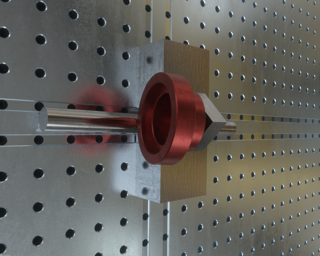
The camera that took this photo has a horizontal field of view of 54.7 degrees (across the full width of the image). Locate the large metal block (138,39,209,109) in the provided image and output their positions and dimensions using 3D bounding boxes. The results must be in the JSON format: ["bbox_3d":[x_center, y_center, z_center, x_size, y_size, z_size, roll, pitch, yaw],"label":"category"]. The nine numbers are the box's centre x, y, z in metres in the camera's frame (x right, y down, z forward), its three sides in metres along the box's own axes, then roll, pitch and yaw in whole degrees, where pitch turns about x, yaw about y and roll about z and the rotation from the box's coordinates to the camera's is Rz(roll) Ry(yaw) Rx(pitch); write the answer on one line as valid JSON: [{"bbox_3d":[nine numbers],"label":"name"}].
[{"bbox_3d":[0.019,-0.065,0.409,0.081,0.050,0.080,1,90,-40],"label":"large metal block"}]

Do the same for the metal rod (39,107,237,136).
[{"bbox_3d":[-0.001,-0.004,0.408,0.302,0.025,0.025,2,89,-40],"label":"metal rod"}]

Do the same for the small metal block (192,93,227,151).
[{"bbox_3d":[0.045,-0.007,0.373,0.025,0.050,0.050,1,46,-40],"label":"small metal block"}]

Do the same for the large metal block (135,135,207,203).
[{"bbox_3d":[0.016,0.049,0.406,0.081,0.050,0.080,2,89,-40],"label":"large metal block"}]

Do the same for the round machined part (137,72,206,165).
[{"bbox_3d":[0.013,-0.009,0.335,0.042,0.098,0.097,5,87,-26],"label":"round machined part"}]
